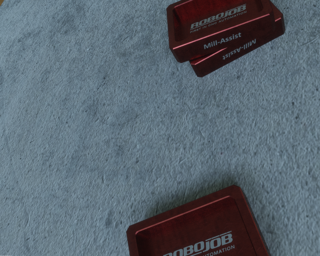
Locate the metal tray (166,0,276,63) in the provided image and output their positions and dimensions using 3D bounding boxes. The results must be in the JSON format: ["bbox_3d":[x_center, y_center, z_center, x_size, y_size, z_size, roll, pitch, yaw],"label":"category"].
[{"bbox_3d":[0.076,-0.147,0.411,0.130,0.030,0.090,-15,55,19],"label":"metal tray"}]

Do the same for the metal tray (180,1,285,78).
[{"bbox_3d":[0.093,-0.138,0.436,0.130,0.030,0.090,-27,52,11],"label":"metal tray"}]

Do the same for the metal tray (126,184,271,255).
[{"bbox_3d":[0.036,0.122,0.306,0.130,0.030,0.090,-25,53,12],"label":"metal tray"}]
